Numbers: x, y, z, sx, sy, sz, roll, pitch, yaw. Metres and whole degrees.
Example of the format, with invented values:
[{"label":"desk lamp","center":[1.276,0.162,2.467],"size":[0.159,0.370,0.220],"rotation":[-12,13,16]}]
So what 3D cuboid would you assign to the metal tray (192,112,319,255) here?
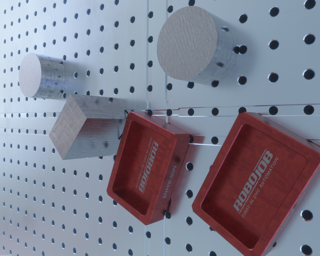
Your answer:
[{"label":"metal tray","center":[0.098,0.059,0.324],"size":[0.090,0.030,0.129],"rotation":[36,112,34]}]

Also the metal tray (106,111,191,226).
[{"label":"metal tray","center":[-0.020,0.052,0.422],"size":[0.090,0.030,0.129],"rotation":[28,107,36]}]

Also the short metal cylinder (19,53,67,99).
[{"label":"short metal cylinder","center":[-0.217,-0.094,0.572],"size":[0.080,0.050,0.079],"rotation":[0,90,40]}]

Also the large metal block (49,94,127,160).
[{"label":"large metal block","center":[-0.103,-0.001,0.459],"size":[0.050,0.081,0.080],"rotation":[51,120,28]}]

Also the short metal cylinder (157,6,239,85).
[{"label":"short metal cylinder","center":[0.043,-0.093,0.357],"size":[0.080,0.050,0.079],"rotation":[0,90,40]}]
